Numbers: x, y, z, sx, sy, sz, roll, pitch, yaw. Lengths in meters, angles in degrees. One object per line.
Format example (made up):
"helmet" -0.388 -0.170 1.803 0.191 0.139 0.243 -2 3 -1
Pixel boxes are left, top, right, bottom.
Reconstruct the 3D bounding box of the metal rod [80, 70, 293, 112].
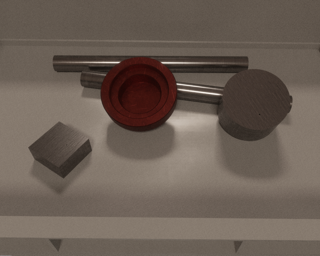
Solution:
"metal rod" 0.033 -0.054 0.450 0.302 0.025 0.025 8 51 6

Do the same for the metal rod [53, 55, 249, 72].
"metal rod" -0.014 -0.102 0.490 0.302 0.025 0.025 0 50 -1

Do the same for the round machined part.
"round machined part" -0.026 -0.042 0.414 0.099 0.042 0.098 -1 73 3

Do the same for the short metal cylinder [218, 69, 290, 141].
"short metal cylinder" 0.117 -0.028 0.397 0.080 0.050 0.080 -1 72 3

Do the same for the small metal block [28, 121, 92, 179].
"small metal block" -0.122 0.026 0.382 0.050 0.025 0.050 27 55 21
